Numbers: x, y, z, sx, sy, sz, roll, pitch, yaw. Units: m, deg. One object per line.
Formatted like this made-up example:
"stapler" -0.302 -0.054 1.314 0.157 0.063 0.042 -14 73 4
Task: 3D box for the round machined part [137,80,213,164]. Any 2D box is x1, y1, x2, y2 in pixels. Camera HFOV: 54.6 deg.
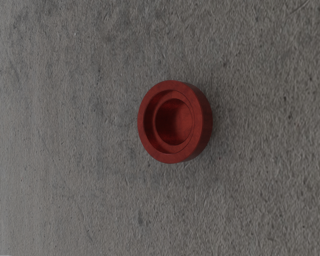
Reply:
"round machined part" 0.022 -0.007 0.377 0.098 0.042 0.097 0 90 40
